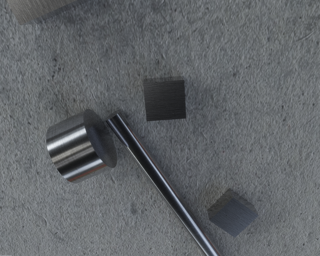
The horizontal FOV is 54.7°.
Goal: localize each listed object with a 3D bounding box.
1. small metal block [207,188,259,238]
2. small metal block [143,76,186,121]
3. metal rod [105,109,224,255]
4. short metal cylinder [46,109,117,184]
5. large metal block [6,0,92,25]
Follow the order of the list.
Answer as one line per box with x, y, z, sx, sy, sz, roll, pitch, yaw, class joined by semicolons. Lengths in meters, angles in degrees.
0.107;0.126;0.458;0.050;0.025;0.050;37;106;-13;small metal block
0.006;-0.038;0.396;0.050;0.025;0.050;-4;110;1;small metal block
0.019;0.101;0.447;0.025;0.025;0.299;-31;108;10;metal rod
-0.095;0.023;0.388;0.050;0.080;0.080;-24;109;8;short metal cylinder
-0.126;-0.166;0.334;0.080;0.050;0.080;-21;109;7;large metal block
